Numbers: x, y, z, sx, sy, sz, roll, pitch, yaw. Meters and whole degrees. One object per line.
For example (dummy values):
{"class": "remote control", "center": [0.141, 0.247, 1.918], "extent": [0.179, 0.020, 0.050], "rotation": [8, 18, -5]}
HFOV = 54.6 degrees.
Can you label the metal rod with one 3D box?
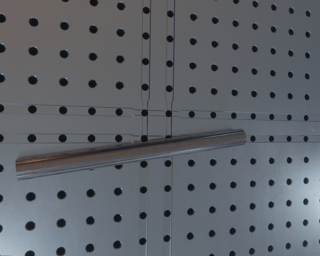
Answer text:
{"class": "metal rod", "center": [-0.021, 0.031, 0.404], "extent": [0.302, 0.025, 0.025], "rotation": [-7, 93, -20]}
